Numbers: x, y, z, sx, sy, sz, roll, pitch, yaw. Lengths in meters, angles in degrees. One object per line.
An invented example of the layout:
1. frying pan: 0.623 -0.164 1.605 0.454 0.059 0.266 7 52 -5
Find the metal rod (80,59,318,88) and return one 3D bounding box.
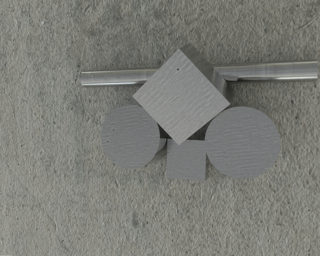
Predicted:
1. metal rod: 0.034 -0.068 0.398 0.301 0.025 0.025 1 91 19

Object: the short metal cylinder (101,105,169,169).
1. short metal cylinder: -0.029 0.011 0.406 0.080 0.050 0.079 0 90 20

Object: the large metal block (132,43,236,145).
1. large metal block: 0.029 -0.040 0.368 0.080 0.050 0.080 47 119 -3

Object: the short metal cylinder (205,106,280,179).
1. short metal cylinder: 0.097 0.016 0.362 0.080 0.050 0.079 0 90 20

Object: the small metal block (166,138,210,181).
1. small metal block: 0.037 0.039 0.398 0.050 0.025 0.050 2 91 20
